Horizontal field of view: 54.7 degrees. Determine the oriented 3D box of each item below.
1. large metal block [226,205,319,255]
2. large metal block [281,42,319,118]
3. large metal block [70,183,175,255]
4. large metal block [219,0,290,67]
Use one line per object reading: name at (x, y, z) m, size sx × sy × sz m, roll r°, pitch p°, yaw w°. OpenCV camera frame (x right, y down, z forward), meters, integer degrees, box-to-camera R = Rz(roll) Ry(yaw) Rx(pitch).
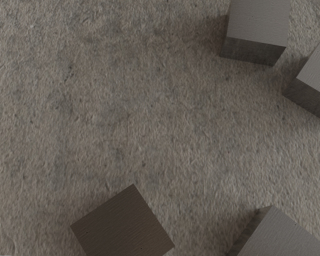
large metal block at (0.129, 0.145, 0.343) m, size 0.080 × 0.050 × 0.080 m, roll 38°, pitch 74°, yaw 12°
large metal block at (0.230, -0.063, 0.421) m, size 0.080 × 0.050 × 0.080 m, roll 35°, pitch 73°, yaw 11°
large metal block at (-0.040, 0.122, 0.350) m, size 0.080 × 0.050 × 0.080 m, roll -33°, pitch 74°, yaw -12°
large metal block at (0.136, -0.143, 0.449) m, size 0.080 × 0.050 × 0.080 m, roll 11°, pitch 70°, yaw 3°
